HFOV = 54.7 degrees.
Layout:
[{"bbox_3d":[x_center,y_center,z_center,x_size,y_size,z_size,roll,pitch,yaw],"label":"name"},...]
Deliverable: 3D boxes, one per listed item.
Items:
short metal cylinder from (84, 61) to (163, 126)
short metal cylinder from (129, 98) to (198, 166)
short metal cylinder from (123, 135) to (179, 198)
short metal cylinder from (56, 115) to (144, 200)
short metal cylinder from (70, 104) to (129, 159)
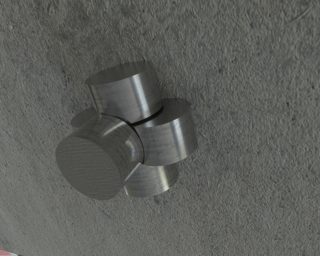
[{"bbox_3d":[-0.042,-0.043,0.367,0.080,0.080,0.050,-2,118,28],"label":"short metal cylinder"},{"bbox_3d":[0.002,0.002,0.372,0.080,0.080,0.050,0,118,28],"label":"short metal cylinder"},{"bbox_3d":[-0.019,0.046,0.410,0.080,0.080,0.050,0,118,28],"label":"short metal cylinder"},{"bbox_3d":[-0.065,0.032,0.341,0.080,0.050,0.079,13,124,20],"label":"short metal cylinder"},{"bbox_3d":[-0.070,0.003,0.410,0.080,0.080,0.050,-1,118,28],"label":"short metal cylinder"}]
